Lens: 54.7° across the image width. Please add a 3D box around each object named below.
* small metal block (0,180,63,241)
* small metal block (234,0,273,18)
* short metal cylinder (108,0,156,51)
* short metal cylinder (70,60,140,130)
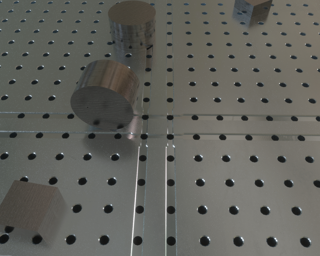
[{"bbox_3d":[-0.141,0.088,0.333,0.050,0.025,0.050,8,50,7],"label":"small metal block"},{"bbox_3d":[0.186,-0.249,0.618,0.050,0.025,0.050,-26,55,-20],"label":"small metal block"},{"bbox_3d":[-0.047,-0.179,0.542,0.081,0.050,0.080,0,50,0],"label":"short metal cylinder"},{"bbox_3d":[-0.070,-0.042,0.407,0.080,0.080,0.050,6,50,5],"label":"short metal cylinder"}]
